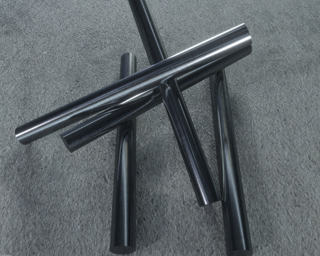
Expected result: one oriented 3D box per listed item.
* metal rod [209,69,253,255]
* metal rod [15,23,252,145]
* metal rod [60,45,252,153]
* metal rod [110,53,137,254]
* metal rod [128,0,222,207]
[{"bbox_3d":[0.083,0.008,0.396,0.025,0.025,0.300,2,50,1],"label":"metal rod"},{"bbox_3d":[-0.040,-0.047,0.369,0.301,0.025,0.025,-23,50,10],"label":"metal rod"},{"bbox_3d":[0.012,-0.053,0.413,0.302,0.025,0.025,-31,57,-23],"label":"metal rod"},{"bbox_3d":[-0.043,0.005,0.398,0.025,0.025,0.300,-2,50,-2],"label":"metal rod"},{"bbox_3d":[0.010,-0.052,0.384,0.025,0.025,0.299,-14,71,-12],"label":"metal rod"}]
